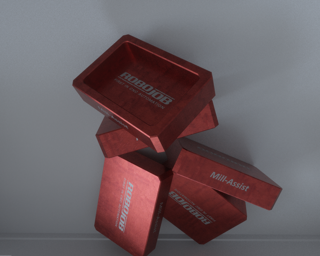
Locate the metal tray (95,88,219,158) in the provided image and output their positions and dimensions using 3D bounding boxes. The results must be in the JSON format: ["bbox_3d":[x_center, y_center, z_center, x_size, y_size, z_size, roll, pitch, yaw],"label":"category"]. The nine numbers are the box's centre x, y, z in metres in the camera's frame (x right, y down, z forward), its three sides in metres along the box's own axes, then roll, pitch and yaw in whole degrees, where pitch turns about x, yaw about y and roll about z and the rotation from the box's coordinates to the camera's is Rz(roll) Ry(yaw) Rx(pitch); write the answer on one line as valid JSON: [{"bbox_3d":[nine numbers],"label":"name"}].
[{"bbox_3d":[-0.004,-0.012,0.371,0.131,0.090,0.030,-16,110,5],"label":"metal tray"}]

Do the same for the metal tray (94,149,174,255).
[{"bbox_3d":[-0.039,0.100,0.420,0.090,0.030,0.129,23,112,28],"label":"metal tray"}]

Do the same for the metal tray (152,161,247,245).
[{"bbox_3d":[0.046,0.101,0.436,0.130,0.030,0.090,41,118,-14],"label":"metal tray"}]

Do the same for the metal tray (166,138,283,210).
[{"bbox_3d":[0.076,0.052,0.394,0.131,0.090,0.030,23,98,-9],"label":"metal tray"}]

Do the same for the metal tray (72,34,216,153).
[{"bbox_3d":[-0.019,-0.043,0.330,0.090,0.130,0.030,-47,147,-16],"label":"metal tray"}]
